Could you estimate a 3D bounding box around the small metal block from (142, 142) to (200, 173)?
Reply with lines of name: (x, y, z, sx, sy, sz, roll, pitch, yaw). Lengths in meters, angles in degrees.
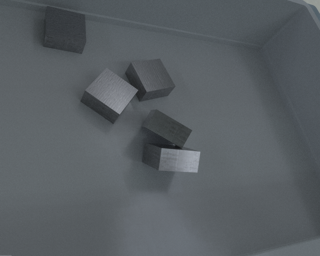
small metal block: (0.012, 0.035, 0.373, 0.050, 0.050, 0.025, 7, 92, -25)

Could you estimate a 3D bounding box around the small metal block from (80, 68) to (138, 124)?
small metal block: (-0.064, -0.042, 0.398, 0.050, 0.025, 0.050, 35, 51, -5)

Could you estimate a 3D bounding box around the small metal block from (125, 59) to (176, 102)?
small metal block: (-0.014, -0.069, 0.442, 0.050, 0.025, 0.050, -16, 70, -35)

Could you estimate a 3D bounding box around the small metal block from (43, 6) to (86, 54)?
small metal block: (-0.129, -0.132, 0.418, 0.050, 0.025, 0.050, 5, 60, -26)

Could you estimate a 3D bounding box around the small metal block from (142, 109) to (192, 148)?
small metal block: (0.007, 0.000, 0.392, 0.050, 0.050, 0.025, 30, 87, -9)
